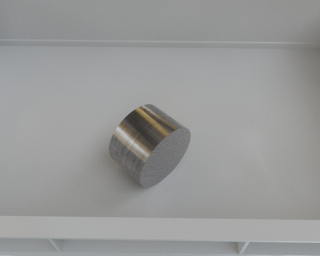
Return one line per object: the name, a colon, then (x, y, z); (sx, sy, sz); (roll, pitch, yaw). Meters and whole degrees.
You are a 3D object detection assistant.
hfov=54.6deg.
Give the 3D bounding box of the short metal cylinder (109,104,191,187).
short metal cylinder: (-0.011, 0.020, 0.353); (0.050, 0.080, 0.080); (37, 59, 27)
